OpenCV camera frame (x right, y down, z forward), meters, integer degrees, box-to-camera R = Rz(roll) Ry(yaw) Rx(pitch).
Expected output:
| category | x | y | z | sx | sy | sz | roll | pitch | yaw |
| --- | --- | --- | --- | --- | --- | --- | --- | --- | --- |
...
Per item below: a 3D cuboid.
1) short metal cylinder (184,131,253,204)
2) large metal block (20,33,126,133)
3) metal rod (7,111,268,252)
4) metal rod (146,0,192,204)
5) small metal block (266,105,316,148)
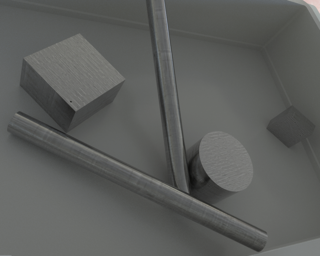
| category | x | y | z | sx | sy | sz | roll | pitch | yaw |
| --- | --- | --- | --- | --- | --- | --- | --- | --- | --- |
| short metal cylinder | 0.071 | 0.051 | 0.397 | 0.081 | 0.050 | 0.080 | 15 | 55 | -22 |
| large metal block | -0.103 | -0.055 | 0.368 | 0.080 | 0.050 | 0.080 | 45 | 51 | 3 |
| metal rod | -0.020 | 0.061 | 0.339 | 0.301 | 0.025 | 0.025 | 27 | 52 | -4 |
| metal rod | 0.008 | -0.056 | 0.390 | 0.025 | 0.025 | 0.298 | -3 | 81 | -30 |
| small metal block | 0.214 | -0.001 | 0.509 | 0.050 | 0.050 | 0.025 | 42 | 51 | 0 |
